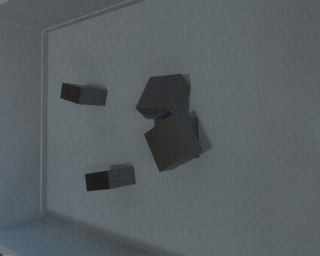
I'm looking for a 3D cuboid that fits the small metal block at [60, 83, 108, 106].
[{"bbox_3d":[-0.120,-0.053,0.490,0.050,0.050,0.025,18,101,38],"label":"small metal block"}]

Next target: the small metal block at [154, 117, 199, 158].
[{"bbox_3d":[0.021,0.012,0.390,0.050,0.025,0.050,-2,89,40],"label":"small metal block"}]

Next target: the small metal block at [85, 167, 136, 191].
[{"bbox_3d":[-0.072,0.074,0.450,0.050,0.050,0.025,-14,81,39],"label":"small metal block"}]

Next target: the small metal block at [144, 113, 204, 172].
[{"bbox_3d":[0.015,0.017,0.362,0.050,0.025,0.050,-35,69,34],"label":"small metal block"}]

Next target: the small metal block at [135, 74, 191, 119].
[{"bbox_3d":[0.004,-0.039,0.389,0.050,0.025,0.050,2,59,40],"label":"small metal block"}]
